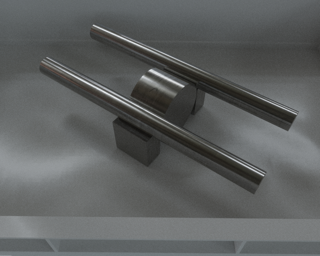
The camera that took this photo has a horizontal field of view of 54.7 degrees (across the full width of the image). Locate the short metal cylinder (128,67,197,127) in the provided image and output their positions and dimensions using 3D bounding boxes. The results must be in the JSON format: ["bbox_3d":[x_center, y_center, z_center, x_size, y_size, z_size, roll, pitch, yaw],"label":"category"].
[{"bbox_3d":[0.004,-0.030,0.393,0.050,0.080,0.080,30,56,22],"label":"short metal cylinder"}]

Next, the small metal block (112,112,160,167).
[{"bbox_3d":[-0.028,0.013,0.376,0.050,0.050,0.025,30,56,22],"label":"small metal block"}]

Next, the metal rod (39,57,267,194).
[{"bbox_3d":[-0.026,-0.015,0.352,0.300,0.025,0.025,29,56,22],"label":"metal rod"}]

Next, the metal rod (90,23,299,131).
[{"bbox_3d":[0.028,-0.075,0.402,0.300,0.025,0.025,29,56,22],"label":"metal rod"}]

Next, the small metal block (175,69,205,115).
[{"bbox_3d":[0.035,-0.053,0.431,0.050,0.050,0.025,30,56,22],"label":"small metal block"}]
